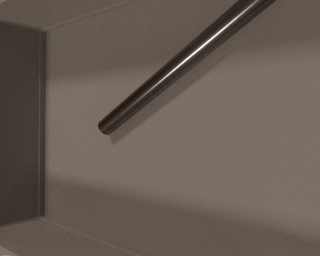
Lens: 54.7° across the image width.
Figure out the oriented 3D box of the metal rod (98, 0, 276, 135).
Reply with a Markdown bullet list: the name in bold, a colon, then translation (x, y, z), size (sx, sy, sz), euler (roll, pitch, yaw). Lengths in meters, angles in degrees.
- **metal rod**: translation (0.017, -0.073, 0.390), size (0.299, 0.025, 0.025), euler (-36, 68, 34)
